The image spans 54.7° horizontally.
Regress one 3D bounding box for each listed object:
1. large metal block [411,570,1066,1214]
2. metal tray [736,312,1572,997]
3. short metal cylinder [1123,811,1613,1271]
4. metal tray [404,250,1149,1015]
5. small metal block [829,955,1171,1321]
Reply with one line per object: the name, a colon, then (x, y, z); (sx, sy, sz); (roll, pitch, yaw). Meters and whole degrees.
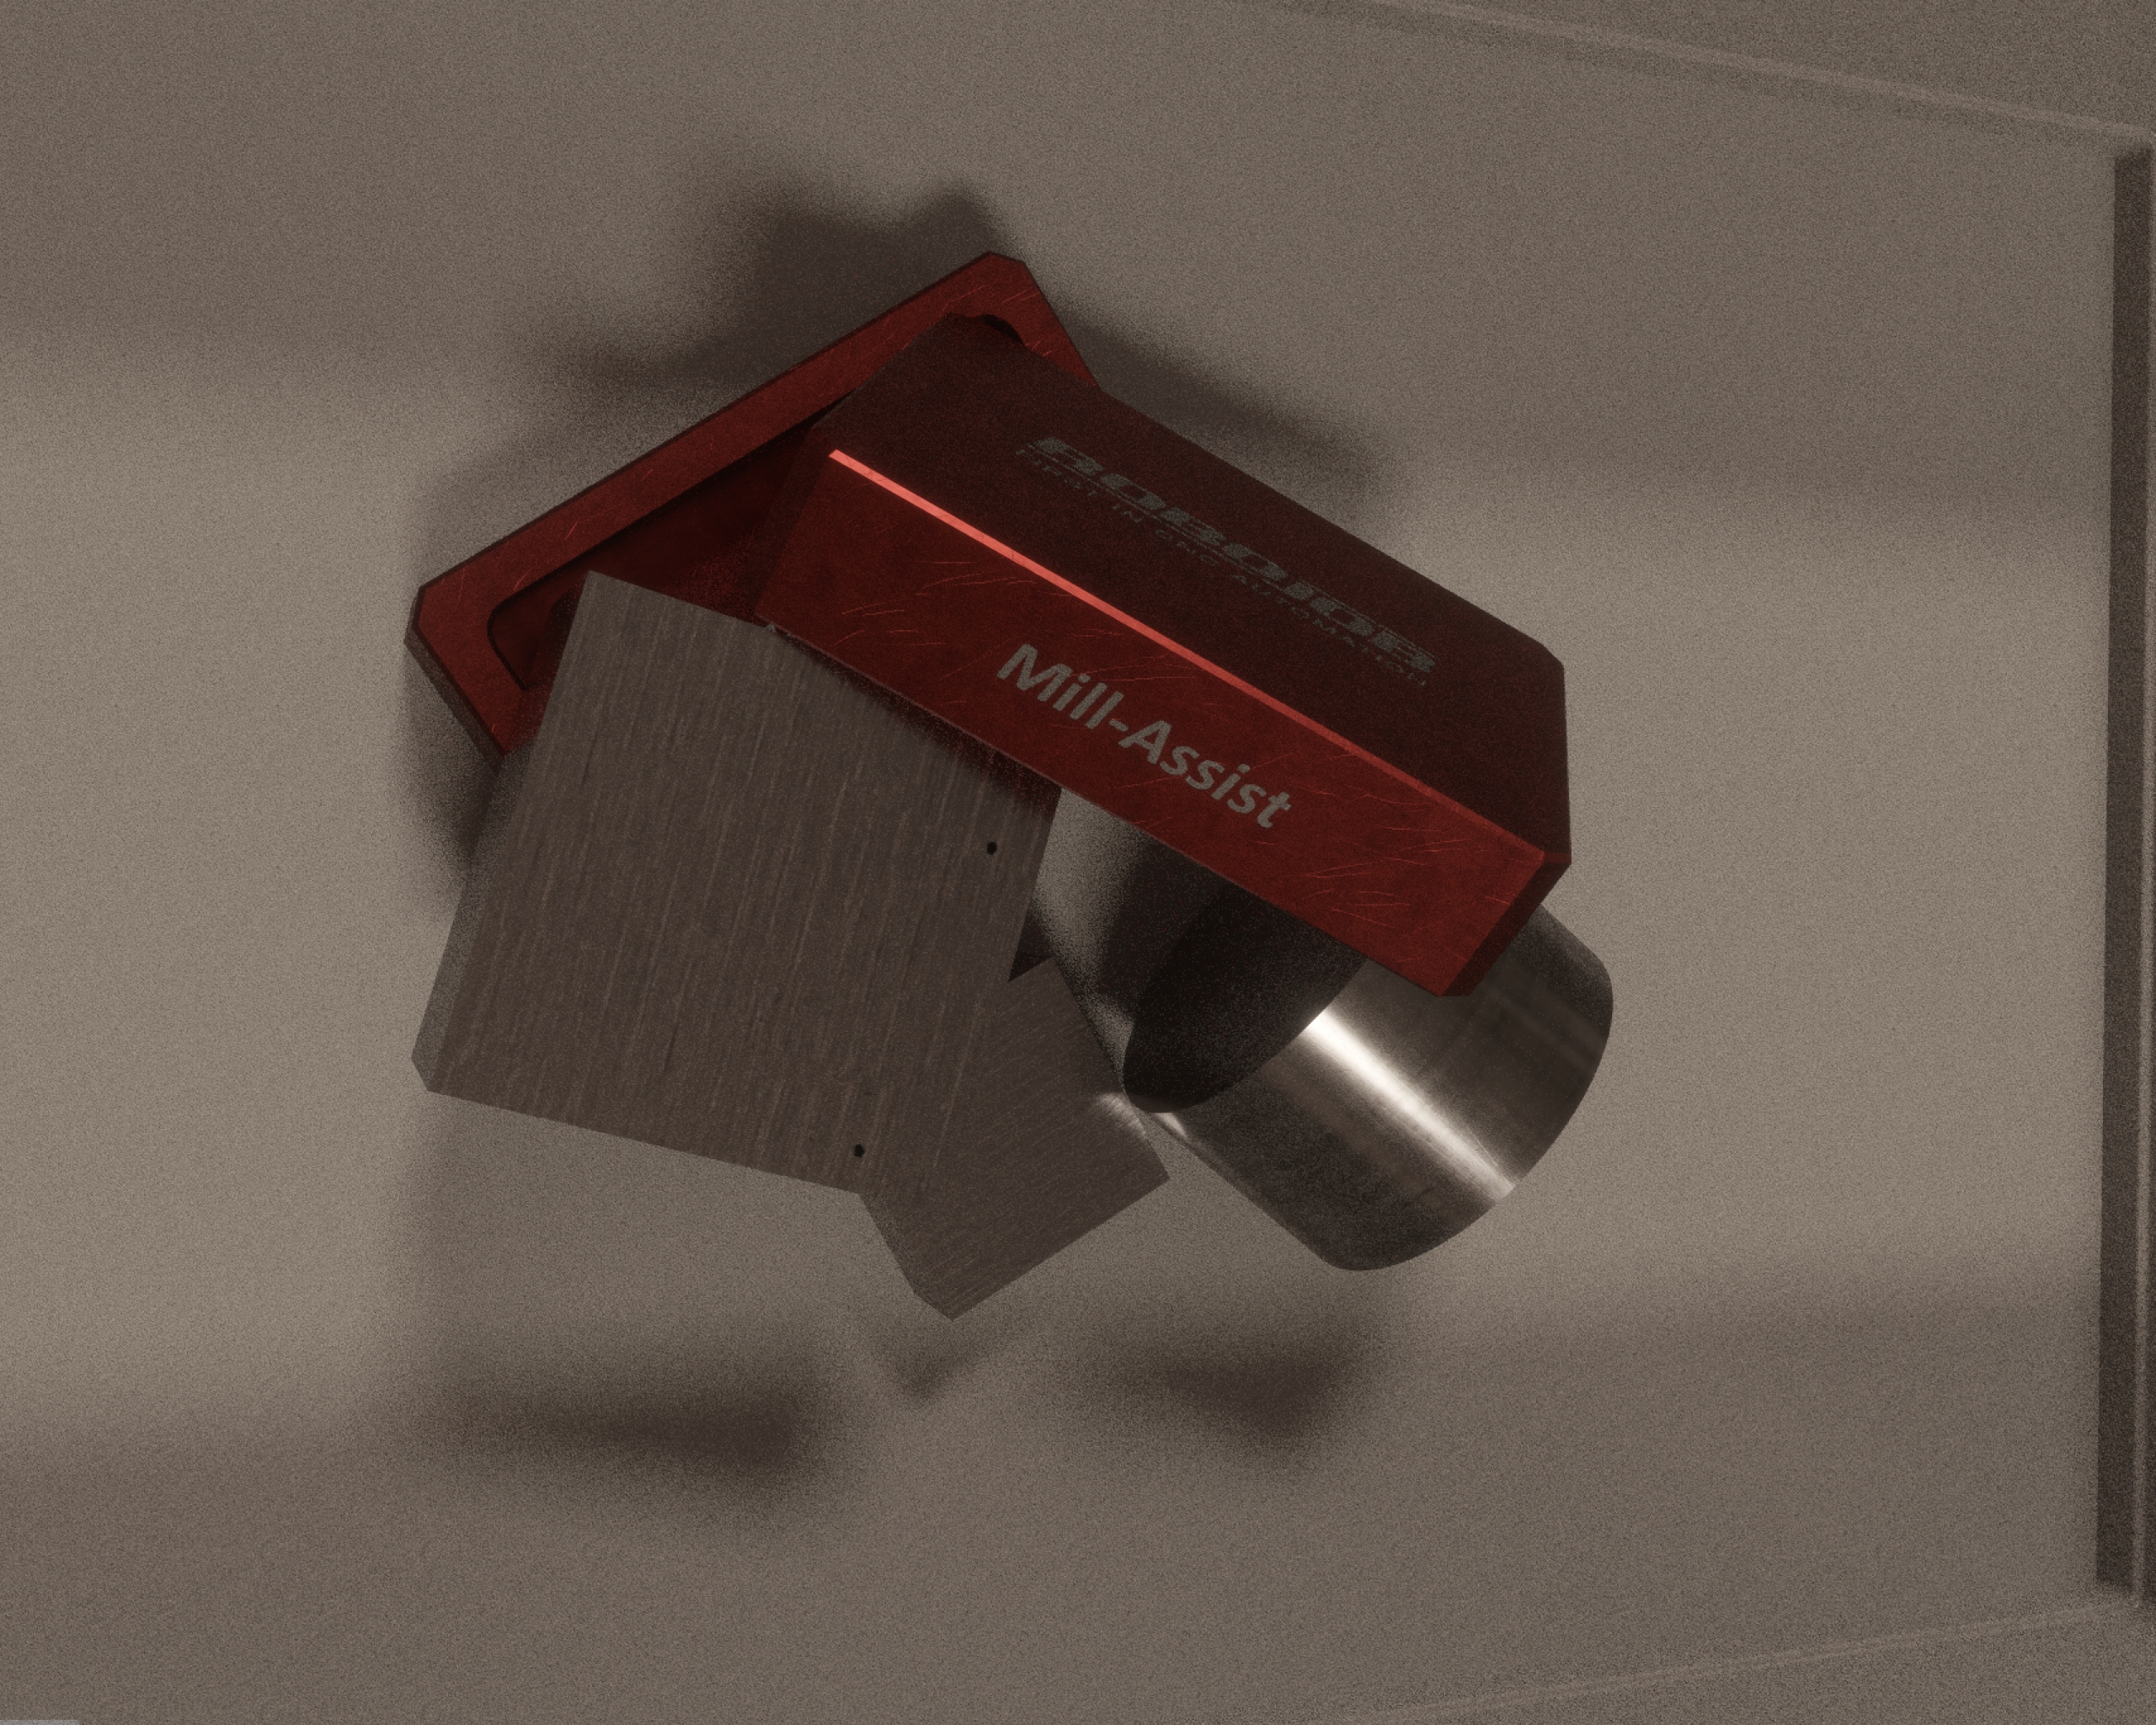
large metal block: (-0.056, 0.006, 0.342); (0.081, 0.050, 0.080); (17, 84, -20)
metal tray: (0.019, -0.039, 0.351); (0.130, 0.090, 0.030); (29, 119, -4)
short metal cylinder: (0.055, 0.031, 0.402); (0.050, 0.080, 0.080); (41, 77, -16)
metal tray: (-0.045, -0.043, 0.390); (0.131, 0.030, 0.090); (-36, 102, -17)
small metal block: (-0.018, 0.052, 0.403); (0.050, 0.025, 0.050); (-31, 100, -18)
